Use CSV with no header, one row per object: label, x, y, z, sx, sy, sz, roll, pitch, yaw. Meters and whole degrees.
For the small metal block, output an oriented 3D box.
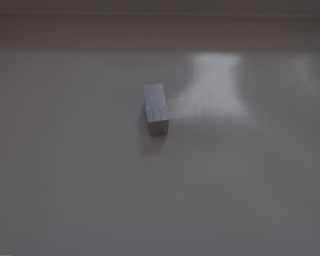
small metal block,-0.006,-0.023,0.401,0.025,0.050,0.050,-8,70,-3
